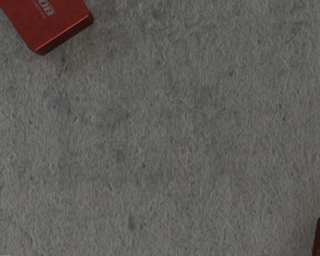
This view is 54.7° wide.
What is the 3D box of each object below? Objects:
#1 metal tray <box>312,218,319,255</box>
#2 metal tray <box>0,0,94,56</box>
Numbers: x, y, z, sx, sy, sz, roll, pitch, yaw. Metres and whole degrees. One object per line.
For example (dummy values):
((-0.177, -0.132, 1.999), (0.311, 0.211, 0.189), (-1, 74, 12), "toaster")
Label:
((0.252, 0.190, 0.410), (0.091, 0.030, 0.129), (9, 90, -1), "metal tray")
((-0.161, -0.173, 0.405), (0.090, 0.030, 0.130), (-34, 90, -1), "metal tray")
